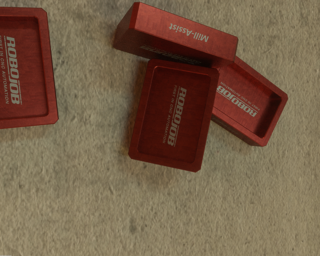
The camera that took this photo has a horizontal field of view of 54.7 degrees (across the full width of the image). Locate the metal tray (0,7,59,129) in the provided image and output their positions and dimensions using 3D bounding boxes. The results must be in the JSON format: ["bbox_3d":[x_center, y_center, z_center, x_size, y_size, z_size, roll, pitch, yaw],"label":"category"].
[{"bbox_3d":[-0.167,-0.065,0.344,0.091,0.030,0.129,-6,92,-20],"label":"metal tray"}]

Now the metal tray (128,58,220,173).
[{"bbox_3d":[0.019,-0.016,0.394,0.090,0.030,0.129,11,86,7],"label":"metal tray"}]

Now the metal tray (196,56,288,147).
[{"bbox_3d":[0.115,-0.041,0.450,0.131,0.030,0.090,31,80,-18],"label":"metal tray"}]

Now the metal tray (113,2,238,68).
[{"bbox_3d":[0.017,-0.104,0.381,0.131,0.090,0.030,12,86,-20],"label":"metal tray"}]
